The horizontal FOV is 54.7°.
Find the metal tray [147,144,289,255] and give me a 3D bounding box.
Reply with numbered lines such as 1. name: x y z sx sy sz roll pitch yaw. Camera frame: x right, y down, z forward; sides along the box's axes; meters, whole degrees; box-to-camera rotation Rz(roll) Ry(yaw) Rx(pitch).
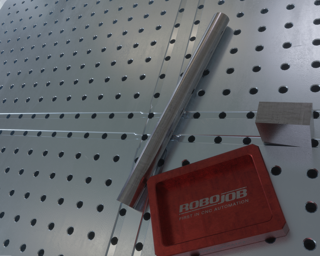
1. metal tray: 0.054 0.080 0.327 0.130 0.030 0.090 -20 54 16

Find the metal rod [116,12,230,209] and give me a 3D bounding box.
1. metal rod: 0.025 -0.035 0.416 0.025 0.025 0.300 16 70 34

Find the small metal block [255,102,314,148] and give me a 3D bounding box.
1. small metal block: 0.132 -0.003 0.325 0.050 0.050 0.025 4 64 30
